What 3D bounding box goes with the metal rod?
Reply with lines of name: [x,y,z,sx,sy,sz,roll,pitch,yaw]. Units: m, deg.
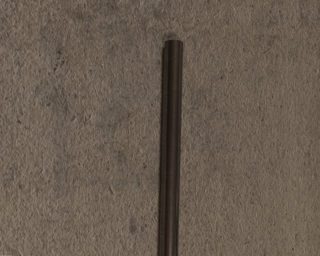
metal rod: [0.015,0.034,0.415,0.025,0.025,0.298,2,90,-20]
